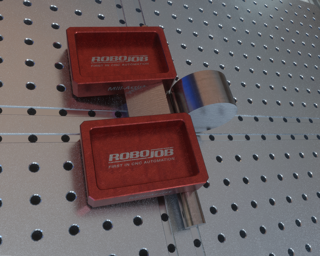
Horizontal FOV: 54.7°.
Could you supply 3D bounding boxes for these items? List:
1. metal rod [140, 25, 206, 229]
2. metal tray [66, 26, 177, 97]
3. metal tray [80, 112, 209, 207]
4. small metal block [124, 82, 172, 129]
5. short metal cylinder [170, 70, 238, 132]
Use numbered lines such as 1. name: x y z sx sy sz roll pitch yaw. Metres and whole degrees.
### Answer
1. metal rod: 0.008 -0.019 0.419 0.025 0.025 0.299 0 62 -28
2. metal tray: -0.052 -0.090 0.410 0.131 0.030 0.090 -6 64 -17
3. metal tray: -0.020 0.032 0.352 0.131 0.030 0.090 -6 64 -17
4. small metal block: -0.015 -0.026 0.398 0.050 0.025 0.050 -13 65 0
5. short metal cylinder: 0.058 -0.034 0.421 0.081 0.080 0.050 0 62 -28
